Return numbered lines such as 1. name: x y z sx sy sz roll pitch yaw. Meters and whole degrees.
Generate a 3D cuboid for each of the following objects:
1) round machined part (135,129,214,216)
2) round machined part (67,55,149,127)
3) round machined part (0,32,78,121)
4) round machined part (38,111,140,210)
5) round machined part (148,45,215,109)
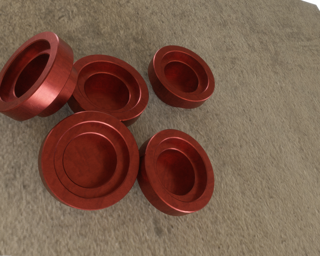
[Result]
1. round machined part: 0.013 0.054 0.362 0.099 0.042 0.098 19 55 -29
2. round machined part: -0.067 -0.039 0.380 0.099 0.042 0.098 14 54 -20
3. round machined part: -0.128 -0.050 0.331 0.042 0.098 0.098 40 41 -47
4. round machined part: -0.074 0.034 0.321 0.099 0.042 0.098 6 77 -29
5. round machined part: 0.027 -0.069 0.451 0.099 0.042 0.098 14 56 -21
